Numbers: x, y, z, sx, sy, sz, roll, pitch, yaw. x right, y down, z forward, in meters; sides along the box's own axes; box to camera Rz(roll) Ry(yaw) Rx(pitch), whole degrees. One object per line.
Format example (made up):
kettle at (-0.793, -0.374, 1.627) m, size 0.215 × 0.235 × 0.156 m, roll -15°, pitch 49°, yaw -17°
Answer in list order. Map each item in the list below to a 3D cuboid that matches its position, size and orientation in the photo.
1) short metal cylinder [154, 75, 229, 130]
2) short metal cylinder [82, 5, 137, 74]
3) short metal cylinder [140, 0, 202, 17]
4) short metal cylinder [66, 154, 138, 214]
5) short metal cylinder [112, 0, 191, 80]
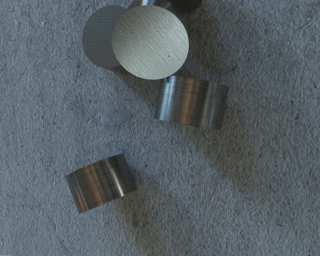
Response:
short metal cylinder at (0.037, -0.030, 0.367) m, size 0.080 × 0.080 × 0.050 m, roll 11°, pitch 94°, yaw 19°
short metal cylinder at (-0.055, -0.116, 0.415) m, size 0.080 × 0.050 × 0.080 m, roll 0°, pitch 90°, yaw 20°
short metal cylinder at (0.007, -0.170, 0.377) m, size 0.080 × 0.080 × 0.050 m, roll -12°, pitch 86°, yaw 19°
short metal cylinder at (-0.076, 0.073, 0.407) m, size 0.080 × 0.080 × 0.050 m, roll -26°, pitch 82°, yaw 18°
short metal cylinder at (-0.007, -0.100, 0.341) m, size 0.080 × 0.050 × 0.079 m, roll 4°, pitch 126°, yaw 6°
